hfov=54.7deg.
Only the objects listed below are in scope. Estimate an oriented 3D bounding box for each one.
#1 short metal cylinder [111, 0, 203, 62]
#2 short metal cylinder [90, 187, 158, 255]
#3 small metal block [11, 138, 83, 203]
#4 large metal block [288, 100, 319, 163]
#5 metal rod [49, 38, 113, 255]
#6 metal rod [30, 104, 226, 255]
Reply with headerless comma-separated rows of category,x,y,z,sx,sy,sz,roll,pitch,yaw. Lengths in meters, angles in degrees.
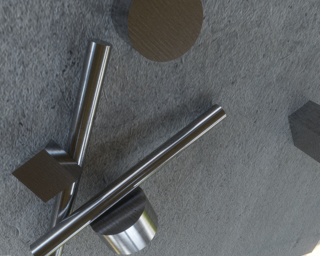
short metal cylinder,-0.003,-0.114,0.318,0.081,0.050,0.079,-14,124,-21
short metal cylinder,-0.049,0.121,0.420,0.080,0.080,0.050,-30,129,-9
small metal block,-0.126,0.049,0.350,0.050,0.025,0.050,-35,109,14
large metal block,0.273,0.012,0.528,0.050,0.080,0.080,-36,129,-5
metal rod,-0.105,0.042,0.375,0.025,0.025,0.298,4,116,-31
metal rod,-0.033,0.064,0.409,0.301,0.025,0.025,-37,130,-12
